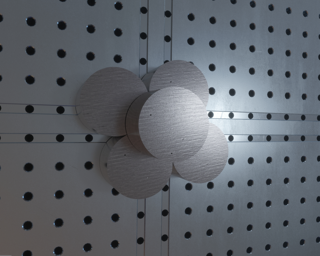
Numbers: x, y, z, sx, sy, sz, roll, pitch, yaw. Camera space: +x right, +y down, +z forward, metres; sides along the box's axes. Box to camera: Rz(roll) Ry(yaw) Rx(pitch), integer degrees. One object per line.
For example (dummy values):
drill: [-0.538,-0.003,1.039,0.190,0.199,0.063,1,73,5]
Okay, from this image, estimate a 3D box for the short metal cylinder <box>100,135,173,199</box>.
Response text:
short metal cylinder: [-0.031,0.044,0.388,0.081,0.050,0.079,0,90,-21]

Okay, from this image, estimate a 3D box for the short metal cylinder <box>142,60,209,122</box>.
short metal cylinder: [0.016,-0.044,0.406,0.081,0.050,0.079,0,90,-21]

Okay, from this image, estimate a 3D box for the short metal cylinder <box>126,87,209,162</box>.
short metal cylinder: [0.007,-0.004,0.348,0.081,0.050,0.079,-1,92,-21]

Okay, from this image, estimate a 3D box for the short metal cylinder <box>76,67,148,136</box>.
short metal cylinder: [-0.059,-0.030,0.377,0.081,0.050,0.079,0,90,-21]

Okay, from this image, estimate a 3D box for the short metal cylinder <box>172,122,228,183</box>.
short metal cylinder: [0.044,0.030,0.416,0.081,0.050,0.079,0,90,-21]
